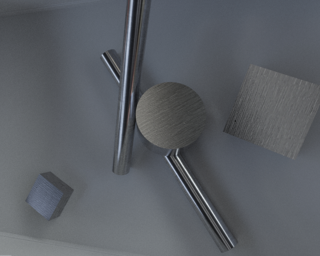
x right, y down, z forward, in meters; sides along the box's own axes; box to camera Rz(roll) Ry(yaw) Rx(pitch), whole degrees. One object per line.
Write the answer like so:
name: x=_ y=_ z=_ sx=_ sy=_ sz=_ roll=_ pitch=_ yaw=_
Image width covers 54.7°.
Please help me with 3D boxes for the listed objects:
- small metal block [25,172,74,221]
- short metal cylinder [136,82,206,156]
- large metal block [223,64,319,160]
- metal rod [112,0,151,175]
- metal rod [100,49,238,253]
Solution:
small metal block: x=-0.167 y=0.102 z=0.468 sx=0.050 sy=0.025 sz=0.050 roll=33 pitch=100 yaw=16
short metal cylinder: x=0.011 y=-0.009 z=0.376 sx=0.081 sy=0.050 sz=0.080 roll=1 pitch=75 yaw=-3
large metal block: x=0.128 y=-0.018 z=0.352 sx=0.080 sy=0.050 sz=0.080 roll=23 pitch=97 yaw=18
metal rod: x=-0.032 y=-0.068 z=0.355 sx=0.025 sy=0.025 sz=0.298 roll=21 pitch=122 yaw=18
metal rod: x=0.006 y=0.022 z=0.407 sx=0.025 sy=0.025 sz=0.299 roll=-36 pitch=79 yaw=16
